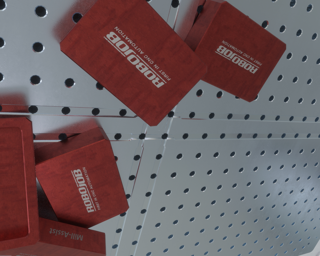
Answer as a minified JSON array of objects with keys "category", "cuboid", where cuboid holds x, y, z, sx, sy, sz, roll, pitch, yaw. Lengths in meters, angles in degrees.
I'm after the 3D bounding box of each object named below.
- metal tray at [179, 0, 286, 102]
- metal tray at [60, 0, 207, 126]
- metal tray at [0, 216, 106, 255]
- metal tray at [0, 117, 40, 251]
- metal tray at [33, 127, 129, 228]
[{"category":"metal tray","cuboid":[0.094,-0.095,0.400,0.131,0.030,0.090,17,109,-35]},{"category":"metal tray","cuboid":[-0.025,-0.075,0.326,0.130,0.030,0.090,41,95,-24]},{"category":"metal tray","cuboid":[-0.147,0.156,0.402,0.090,0.030,0.130,-37,133,26]},{"category":"metal tray","cuboid":[-0.172,0.056,0.308,0.091,0.030,0.129,-4,93,-22]},{"category":"metal tray","cuboid":[-0.098,0.072,0.399,0.091,0.030,0.129,-21,127,-16]}]
